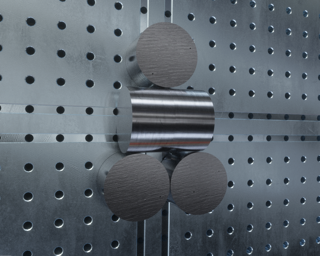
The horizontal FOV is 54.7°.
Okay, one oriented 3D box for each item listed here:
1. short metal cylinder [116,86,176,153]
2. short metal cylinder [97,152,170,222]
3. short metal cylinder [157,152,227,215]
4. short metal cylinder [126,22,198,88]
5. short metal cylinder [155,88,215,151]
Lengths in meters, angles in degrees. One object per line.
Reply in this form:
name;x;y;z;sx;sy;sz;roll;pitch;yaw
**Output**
short metal cylinder;-0.020;-0.010;0.377;0.050;0.080;0.079;0;90;-20
short metal cylinder;-0.034;0.070;0.387;0.081;0.050;0.079;0;90;-21
short metal cylinder;0.042;0.070;0.415;0.081;0.050;0.079;0;90;-21
short metal cylinder;0.001;-0.089;0.400;0.081;0.050;0.079;0;90;-21
short metal cylinder;0.027;-0.010;0.395;0.050;0.080;0.079;0;90;-20
